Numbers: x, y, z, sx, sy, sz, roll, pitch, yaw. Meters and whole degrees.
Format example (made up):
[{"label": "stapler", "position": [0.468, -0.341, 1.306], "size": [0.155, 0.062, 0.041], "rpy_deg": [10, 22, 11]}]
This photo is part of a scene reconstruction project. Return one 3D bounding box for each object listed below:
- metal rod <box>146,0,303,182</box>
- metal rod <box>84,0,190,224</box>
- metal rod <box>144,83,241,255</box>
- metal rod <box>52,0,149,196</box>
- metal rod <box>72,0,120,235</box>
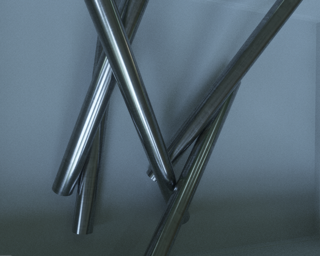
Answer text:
[{"label": "metal rod", "position": [0.081, -0.053, 0.388], "size": [0.025, 0.025, 0.299], "rpy_deg": [34, 99, -17]}, {"label": "metal rod", "position": [-0.013, 0.003, 0.344], "size": [0.025, 0.025, 0.299], "rpy_deg": [-30, 124, -17]}, {"label": "metal rod", "position": [0.042, 0.051, 0.384], "size": [0.025, 0.025, 0.300], "rpy_deg": [36, 63, -17]}, {"label": "metal rod", "position": [-0.056, -0.056, 0.326], "size": [0.025, 0.025, 0.298], "rpy_deg": [19, 108, -19]}, {"label": "metal rod", "position": [-0.076, -0.023, 0.382], "size": [0.025, 0.025, 0.298], "rpy_deg": [8, 87, -20]}]
